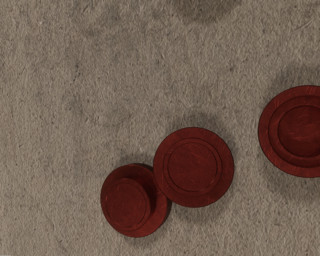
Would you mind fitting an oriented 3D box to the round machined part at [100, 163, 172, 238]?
[{"bbox_3d":[-0.037,0.097,0.412,0.098,0.042,0.097,0,90,19],"label":"round machined part"}]

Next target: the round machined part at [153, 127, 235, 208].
[{"bbox_3d":[0.040,0.047,0.374,0.099,0.042,0.097,-1,83,8],"label":"round machined part"}]

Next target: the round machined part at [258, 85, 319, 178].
[{"bbox_3d":[0.161,0.004,0.343,0.098,0.042,0.097,0,90,19],"label":"round machined part"}]
